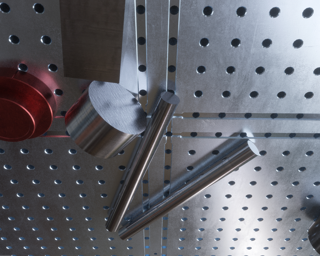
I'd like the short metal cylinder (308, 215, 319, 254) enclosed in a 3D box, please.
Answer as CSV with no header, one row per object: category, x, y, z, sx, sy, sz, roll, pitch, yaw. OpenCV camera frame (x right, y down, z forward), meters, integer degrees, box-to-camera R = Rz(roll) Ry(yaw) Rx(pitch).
short metal cylinder,0.308,0.185,0.536,0.081,0.080,0.050,6,130,-6

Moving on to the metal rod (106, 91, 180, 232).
metal rod,-0.037,0.070,0.470,0.025,0.025,0.298,15,129,-13

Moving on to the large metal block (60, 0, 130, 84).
large metal block,-0.057,-0.100,0.290,0.050,0.080,0.079,6,130,-6

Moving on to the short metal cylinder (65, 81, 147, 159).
short metal cylinder,-0.063,-0.011,0.365,0.080,0.080,0.050,33,123,-25

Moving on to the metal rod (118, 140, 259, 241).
metal rod,0.032,0.113,0.507,0.025,0.025,0.299,34,122,-26

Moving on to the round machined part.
round machined part,-0.183,-0.021,0.381,0.099,0.042,0.097,0,130,0
